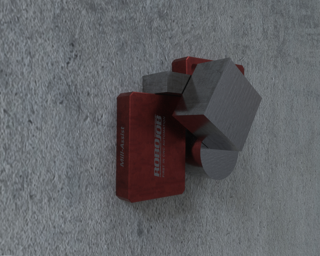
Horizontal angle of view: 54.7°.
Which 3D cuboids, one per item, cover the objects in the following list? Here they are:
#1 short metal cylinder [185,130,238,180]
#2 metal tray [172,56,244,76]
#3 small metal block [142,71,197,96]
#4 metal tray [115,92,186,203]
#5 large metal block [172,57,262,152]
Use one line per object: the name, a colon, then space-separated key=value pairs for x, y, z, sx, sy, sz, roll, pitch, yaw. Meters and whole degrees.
short metal cylinder: x=0.068 y=0.032 z=0.446 sx=0.081 sy=0.050 sz=0.080 roll=0 pitch=91 yaw=-39
metal tray: x=0.077 y=-0.054 z=0.466 sx=0.131 sy=0.030 sz=0.089 roll=-2 pitch=92 yaw=-40
small metal block: x=0.012 y=-0.055 z=0.400 sx=0.050 sy=0.050 sz=0.025 roll=1 pitch=90 yaw=-40
metal tray: x=-0.010 y=0.023 z=0.396 sx=0.091 sy=0.030 sz=0.129 roll=1 pitch=90 yaw=-40
large metal block: x=0.073 y=-0.027 z=0.384 sx=0.080 sy=0.050 sz=0.080 roll=40 pitch=66 yaw=-33
